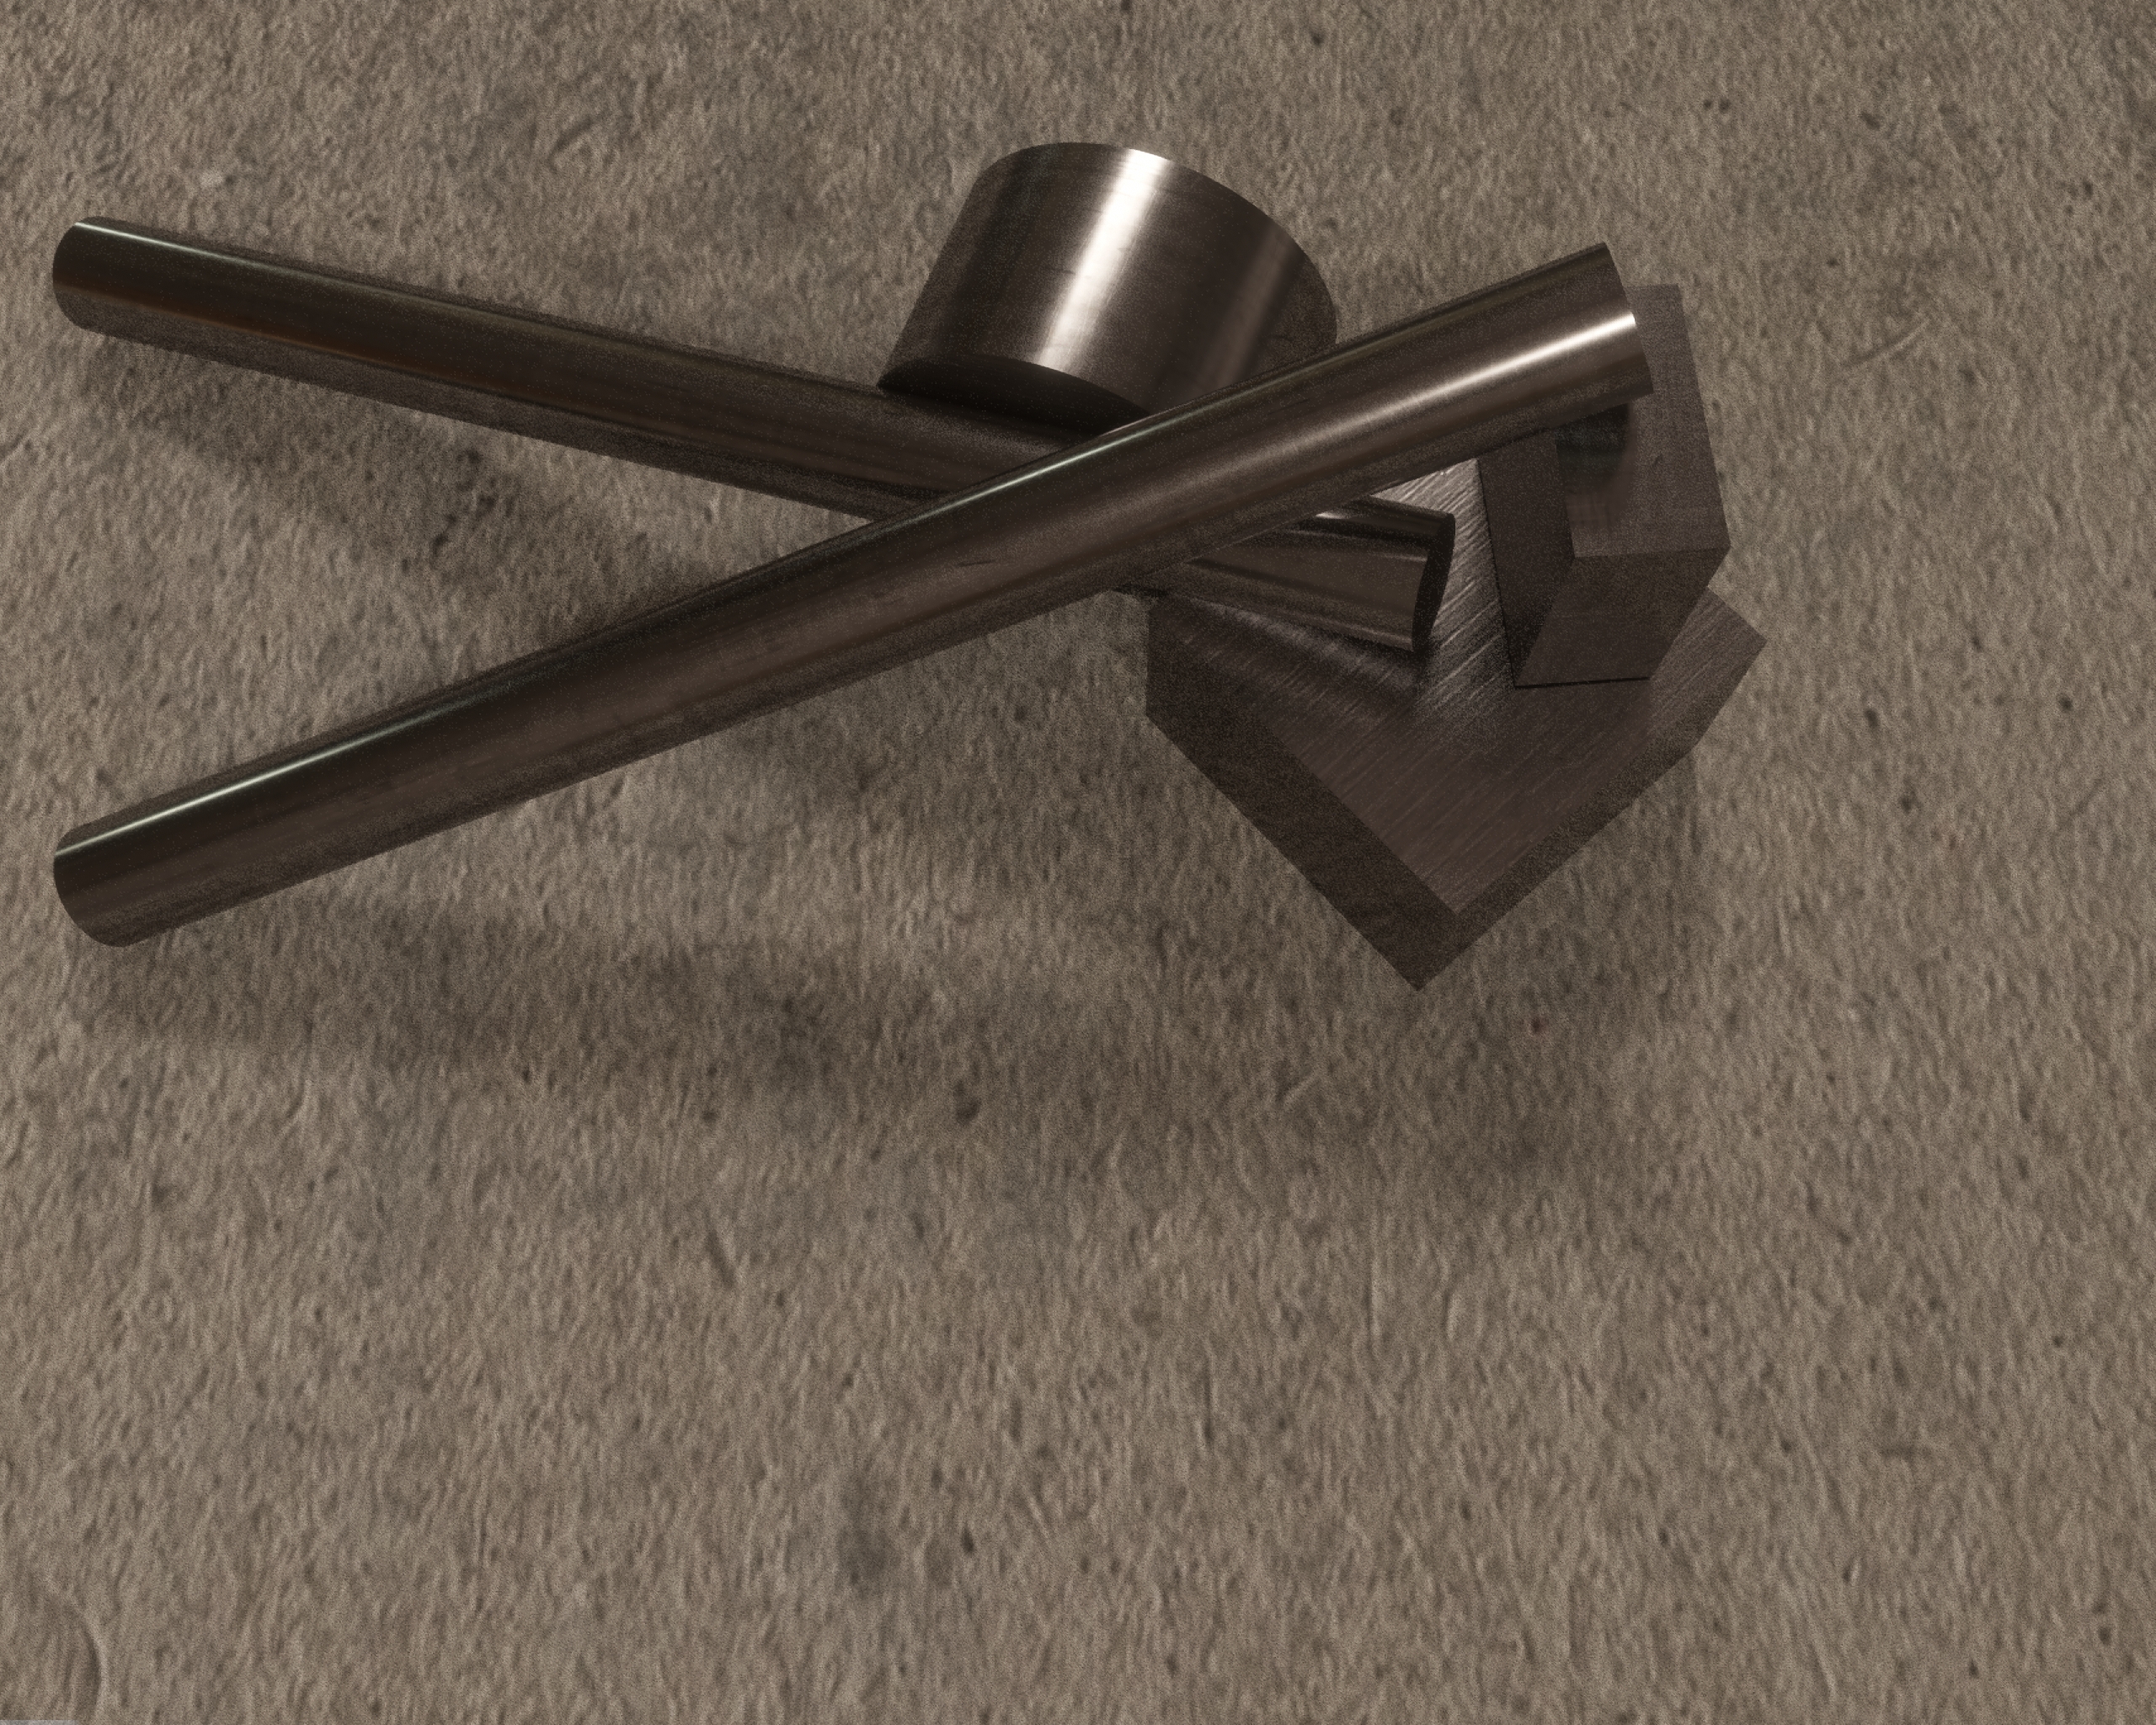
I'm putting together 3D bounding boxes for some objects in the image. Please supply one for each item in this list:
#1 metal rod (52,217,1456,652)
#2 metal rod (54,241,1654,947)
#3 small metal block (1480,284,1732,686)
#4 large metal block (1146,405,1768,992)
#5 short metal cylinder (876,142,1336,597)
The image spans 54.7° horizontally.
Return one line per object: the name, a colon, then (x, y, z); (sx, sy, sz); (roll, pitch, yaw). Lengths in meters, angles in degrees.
metal rod: (-0.076, -0.089, 0.410); (0.301, 0.025, 0.025); (16, 70, 17)
metal rod: (-0.051, -0.041, 0.367); (0.301, 0.025, 0.025); (-18, 70, 15)
small metal block: (0.090, -0.065, 0.365); (0.025, 0.050, 0.050); (-4, 70, -1)
large metal block: (0.070, -0.035, 0.408); (0.080, 0.050, 0.080); (-40, 75, -12)
short metal cylinder: (0.005, -0.096, 0.417); (0.080, 0.080, 0.050); (20, 71, 6)
